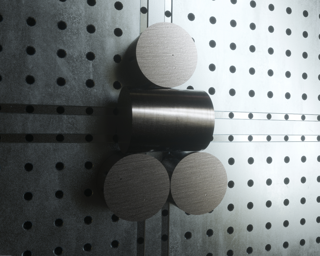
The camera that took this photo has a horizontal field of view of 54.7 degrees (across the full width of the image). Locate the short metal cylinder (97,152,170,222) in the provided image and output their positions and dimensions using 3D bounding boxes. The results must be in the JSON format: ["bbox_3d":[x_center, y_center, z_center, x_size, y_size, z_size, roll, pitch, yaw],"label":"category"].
[{"bbox_3d":[-0.034,0.070,0.387,0.081,0.050,0.079,0,90,-21],"label":"short metal cylinder"}]

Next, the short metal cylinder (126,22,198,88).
[{"bbox_3d":[0.001,-0.089,0.400,0.081,0.050,0.079,0,90,-21],"label":"short metal cylinder"}]

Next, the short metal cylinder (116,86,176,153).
[{"bbox_3d":[-0.020,-0.010,0.377,0.050,0.080,0.079,0,90,-20],"label":"short metal cylinder"}]

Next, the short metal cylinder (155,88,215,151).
[{"bbox_3d":[0.027,-0.010,0.395,0.050,0.080,0.079,0,90,-20],"label":"short metal cylinder"}]

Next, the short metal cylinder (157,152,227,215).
[{"bbox_3d":[0.042,0.070,0.415,0.081,0.050,0.079,0,90,-21],"label":"short metal cylinder"}]
